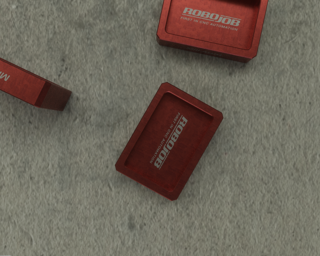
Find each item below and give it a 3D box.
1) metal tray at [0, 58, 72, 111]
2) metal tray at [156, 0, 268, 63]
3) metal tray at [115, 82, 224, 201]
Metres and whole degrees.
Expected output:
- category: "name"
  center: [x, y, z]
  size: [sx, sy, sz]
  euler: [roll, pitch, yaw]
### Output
- category: "metal tray"
  center: [-0.183, -0.063, 0.375]
  size: [0.131, 0.090, 0.030]
  euler: [25, 90, -1]
- category: "metal tray"
  center: [0.068, -0.144, 0.408]
  size: [0.131, 0.030, 0.089]
  euler: [12, 90, -1]
- category: "metal tray"
  center: [0.012, 0.017, 0.407]
  size: [0.090, 0.030, 0.130]
  euler: [30, 90, -1]
